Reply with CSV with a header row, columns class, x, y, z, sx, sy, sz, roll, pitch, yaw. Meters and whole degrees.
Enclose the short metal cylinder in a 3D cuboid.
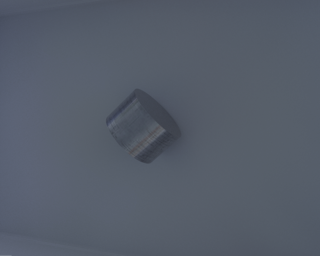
class,x,y,z,sx,sy,sz,roll,pitch,yaw
short metal cylinder,-0.019,-0.003,0.385,0.050,0.080,0.080,-43,77,15
